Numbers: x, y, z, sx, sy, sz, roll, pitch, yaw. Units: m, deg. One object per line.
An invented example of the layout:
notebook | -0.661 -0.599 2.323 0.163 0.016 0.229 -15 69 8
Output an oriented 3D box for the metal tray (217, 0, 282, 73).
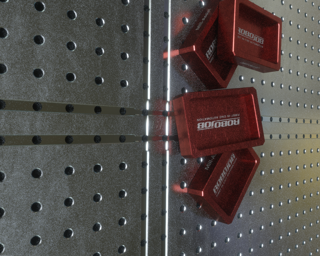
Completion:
metal tray | 0.145 -0.143 0.490 0.131 0.030 0.089 5 87 -40

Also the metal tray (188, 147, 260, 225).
metal tray | 0.107 0.075 0.498 0.090 0.030 0.130 49 61 -29

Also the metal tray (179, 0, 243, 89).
metal tray | 0.093 -0.136 0.485 0.090 0.030 0.130 44 63 -31

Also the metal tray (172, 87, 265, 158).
metal tray | 0.088 -0.010 0.454 0.131 0.030 0.089 -8 88 -26
